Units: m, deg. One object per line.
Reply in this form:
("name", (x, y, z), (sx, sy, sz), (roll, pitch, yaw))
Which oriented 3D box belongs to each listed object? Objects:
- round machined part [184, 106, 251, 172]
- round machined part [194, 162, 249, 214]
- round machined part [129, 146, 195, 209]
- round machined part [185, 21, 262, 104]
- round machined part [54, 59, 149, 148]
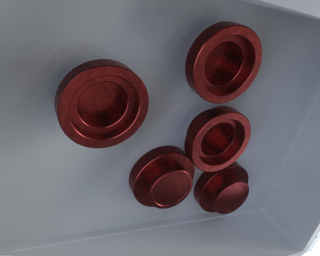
("round machined part", (0.078, 0.012, 0.447), (0.099, 0.042, 0.097), (-14, 124, -21))
("round machined part", (0.110, 0.106, 0.523), (0.099, 0.042, 0.097), (-14, 124, -21))
("round machined part", (0.008, 0.078, 0.450), (0.099, 0.042, 0.097), (-14, 124, -21))
("round machined part", (0.074, -0.083, 0.386), (0.099, 0.042, 0.097), (-14, 124, -21))
("round machined part", (-0.066, -0.029, 0.343), (0.099, 0.042, 0.097), (-14, 124, -21))
